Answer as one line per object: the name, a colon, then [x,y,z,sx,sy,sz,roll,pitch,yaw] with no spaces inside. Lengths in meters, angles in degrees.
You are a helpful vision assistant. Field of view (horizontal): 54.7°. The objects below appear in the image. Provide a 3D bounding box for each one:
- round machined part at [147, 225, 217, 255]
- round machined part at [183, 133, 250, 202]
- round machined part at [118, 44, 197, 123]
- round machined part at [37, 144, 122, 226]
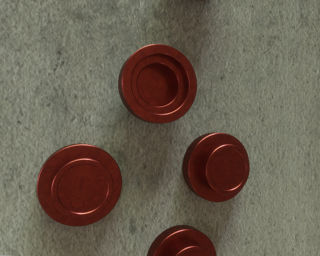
round machined part: [0.034,0.185,0.414,0.099,0.042,0.097,0,90,-21]
round machined part: [0.085,0.055,0.433,0.099,0.042,0.097,0,90,-21]
round machined part: [-0.006,-0.054,0.399,0.099,0.042,0.097,0,90,-21]
round machined part: [-0.093,0.068,0.366,0.099,0.042,0.097,0,90,-21]
